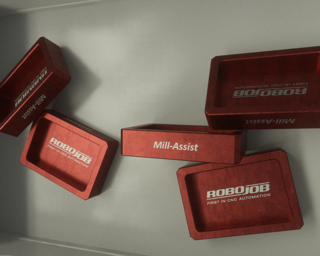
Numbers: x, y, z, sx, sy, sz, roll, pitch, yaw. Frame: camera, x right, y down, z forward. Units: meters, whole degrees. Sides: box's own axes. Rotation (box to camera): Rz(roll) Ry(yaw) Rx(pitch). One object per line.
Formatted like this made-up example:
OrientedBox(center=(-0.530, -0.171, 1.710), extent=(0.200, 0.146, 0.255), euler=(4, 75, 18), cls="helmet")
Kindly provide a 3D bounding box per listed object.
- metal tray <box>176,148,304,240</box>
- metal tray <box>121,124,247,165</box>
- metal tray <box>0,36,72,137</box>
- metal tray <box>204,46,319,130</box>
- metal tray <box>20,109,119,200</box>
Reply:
OrientedBox(center=(0.093, 0.080, 0.374), extent=(0.130, 0.030, 0.090), euler=(-13, 86, 19), cls="metal tray")
OrientedBox(center=(0.031, 0.015, 0.363), extent=(0.130, 0.090, 0.030), euler=(3, 96, 20), cls="metal tray")
OrientedBox(center=(-0.193, -0.060, 0.457), extent=(0.130, 0.030, 0.090), euler=(-42, 52, 15), cls="metal tray")
OrientedBox(center=(0.120, -0.043, 0.340), extent=(0.130, 0.030, 0.090), euler=(-1, 55, 20), cls="metal tray")
OrientedBox(center=(-0.135, 0.036, 0.455), extent=(0.130, 0.030, 0.090), euler=(24, 98, 18), cls="metal tray")
